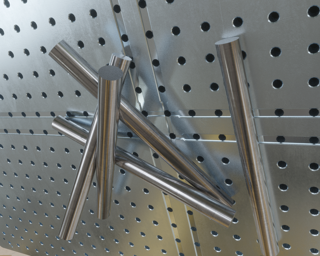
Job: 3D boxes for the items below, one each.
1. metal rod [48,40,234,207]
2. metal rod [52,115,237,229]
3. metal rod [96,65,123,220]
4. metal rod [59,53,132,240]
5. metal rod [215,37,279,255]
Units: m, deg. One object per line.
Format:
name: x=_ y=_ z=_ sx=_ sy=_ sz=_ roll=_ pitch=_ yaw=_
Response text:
metal rod: x=-0.014 y=0.007 z=0.393 sx=0.300 sy=0.025 sz=0.025 roll=43 pitch=130 yaw=-14
metal rod: x=-0.036 y=0.052 z=0.438 sx=0.300 sy=0.025 sz=0.025 roll=26 pitch=128 yaw=21
metal rod: x=-0.074 y=0.044 z=0.422 sx=0.025 sy=0.025 sz=0.298 roll=26 pitch=138 yaw=12
metal rod: x=-0.098 y=0.040 z=0.438 sx=0.025 sy=0.025 sz=0.298 roll=26 pitch=112 yaw=12
metal rod: x=0.112 y=0.041 z=0.377 sx=0.025 sy=0.025 sz=0.299 roll=-4 pitch=117 yaw=30
